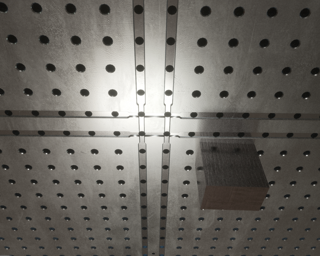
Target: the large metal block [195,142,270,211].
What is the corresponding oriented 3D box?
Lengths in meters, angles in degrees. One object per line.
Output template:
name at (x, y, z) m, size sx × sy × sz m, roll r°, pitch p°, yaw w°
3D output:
large metal block at (0.096, 0.066, 0.434) m, size 0.081 × 0.080 × 0.050 m, roll 3°, pitch 130°, yaw -3°
